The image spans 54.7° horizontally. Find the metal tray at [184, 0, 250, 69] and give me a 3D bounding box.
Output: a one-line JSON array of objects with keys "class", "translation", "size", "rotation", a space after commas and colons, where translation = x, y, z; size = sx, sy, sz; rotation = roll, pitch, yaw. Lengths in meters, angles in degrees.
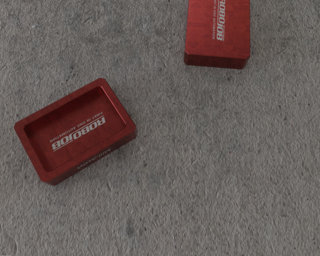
[{"class": "metal tray", "translation": [0.085, -0.154, 0.462], "size": [0.091, 0.030, 0.130], "rotation": [5, 70, 2]}]

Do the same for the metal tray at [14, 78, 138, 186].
[{"class": "metal tray", "translation": [-0.107, 0.003, 0.403], "size": [0.131, 0.030, 0.090], "rotation": [-31, 73, -11]}]
